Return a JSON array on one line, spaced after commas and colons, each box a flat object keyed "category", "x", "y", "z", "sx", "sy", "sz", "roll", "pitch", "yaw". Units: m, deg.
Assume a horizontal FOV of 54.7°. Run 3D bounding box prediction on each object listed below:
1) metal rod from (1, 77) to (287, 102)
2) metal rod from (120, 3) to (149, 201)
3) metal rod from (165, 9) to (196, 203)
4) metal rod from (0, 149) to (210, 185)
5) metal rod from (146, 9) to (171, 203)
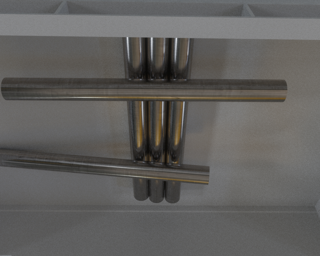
[{"category": "metal rod", "x": -0.016, "y": -0.042, "z": 0.339, "sx": 0.302, "sy": 0.025, "sz": 0.025, "roll": 0, "pitch": 130, "yaw": -1}, {"category": "metal rod", "x": -0.028, "y": -0.006, "z": 0.403, "sx": 0.025, "sy": 0.025, "sz": 0.298, "roll": 0, "pitch": 130, "yaw": -1}, {"category": "metal rod", "x": 0.022, "y": -0.001, "z": 0.406, "sx": 0.025, "sy": 0.025, "sz": 0.298, "roll": 0, "pitch": 130, "yaw": -1}, {"category": "metal rod", "x": -0.085, "y": 0.053, "z": 0.428, "sx": 0.302, "sy": 0.025, "sz": 0.025, "roll": 4, "pitch": 130, "yaw": 5}, {"category": "metal rod", "x": -0.004, "y": -0.002, "z": 0.406, "sx": 0.025, "sy": 0.025, "sz": 0.298, "roll": 0, "pitch": 130, "yaw": -1}]
